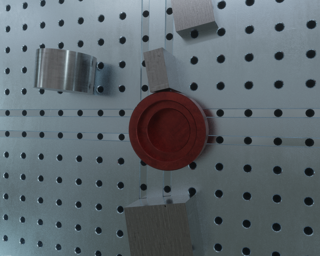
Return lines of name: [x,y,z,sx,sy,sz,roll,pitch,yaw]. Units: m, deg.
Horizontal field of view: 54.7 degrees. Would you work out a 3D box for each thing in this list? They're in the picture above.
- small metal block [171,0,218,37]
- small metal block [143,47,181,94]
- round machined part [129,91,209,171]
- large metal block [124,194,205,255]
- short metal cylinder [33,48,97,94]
small metal block: [0.044,-0.151,0.397,0.050,0.025,0.050,-10,87,19]
small metal block: [0.004,-0.070,0.397,0.025,0.050,0.050,-11,86,19]
round machined part: [0.013,0.002,0.396,0.098,0.042,0.097,1,94,18]
large metal block: [0.007,0.133,0.396,0.080,0.050,0.080,-10,87,19]
short metal cylinder: [-0.130,-0.076,0.428,0.080,0.080,0.050,7,92,19]
